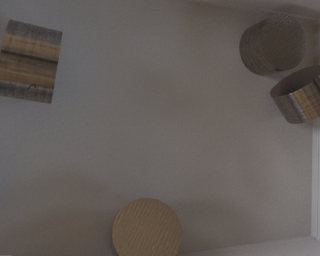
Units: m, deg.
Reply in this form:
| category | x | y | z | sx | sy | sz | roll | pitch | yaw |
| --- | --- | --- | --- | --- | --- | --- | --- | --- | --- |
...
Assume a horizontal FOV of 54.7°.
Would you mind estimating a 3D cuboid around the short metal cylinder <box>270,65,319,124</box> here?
| category | x | y | z | sx | sy | sz | roll | pitch | yaw |
| --- | --- | --- | --- | --- | --- | --- | --- | --- | --- |
| short metal cylinder | 0.214 | -0.050 | 0.463 | 0.080 | 0.080 | 0.050 | -39 | 103 | -16 |

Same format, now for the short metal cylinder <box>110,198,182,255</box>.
| category | x | y | z | sx | sy | sz | roll | pitch | yaw |
| --- | --- | --- | --- | --- | --- | --- | --- | --- | --- |
| short metal cylinder | -0.018 | 0.131 | 0.373 | 0.081 | 0.050 | 0.080 | 6 | 59 | -9 |

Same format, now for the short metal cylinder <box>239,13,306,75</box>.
| category | x | y | z | sx | sy | sz | roll | pitch | yaw |
| --- | --- | --- | --- | --- | --- | --- | --- | --- | --- |
| short metal cylinder | 0.167 | -0.122 | 0.461 | 0.081 | 0.050 | 0.079 | 0 | 90 | -21 |

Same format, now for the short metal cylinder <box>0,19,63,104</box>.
| category | x | y | z | sx | sy | sz | roll | pitch | yaw |
| --- | --- | --- | --- | --- | --- | --- | --- | --- | --- |
| short metal cylinder | -0.137 | -0.069 | 0.331 | 0.050 | 0.080 | 0.080 | 9 | 87 | -20 |
